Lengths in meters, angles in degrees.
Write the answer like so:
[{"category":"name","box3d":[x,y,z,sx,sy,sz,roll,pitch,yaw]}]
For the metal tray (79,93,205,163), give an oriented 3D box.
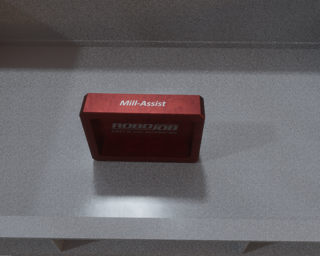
[{"category":"metal tray","box3d":[-0.018,0.003,0.360,0.131,0.090,0.030,1,50,1]}]
